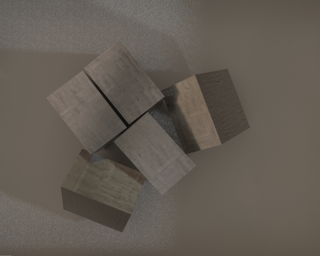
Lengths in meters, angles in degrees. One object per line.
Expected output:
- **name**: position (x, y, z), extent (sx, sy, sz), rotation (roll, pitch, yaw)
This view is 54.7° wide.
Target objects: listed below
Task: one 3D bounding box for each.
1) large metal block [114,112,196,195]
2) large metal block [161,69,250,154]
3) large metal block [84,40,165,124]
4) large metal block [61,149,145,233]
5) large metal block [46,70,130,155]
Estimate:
- **large metal block**: position (-0.006, 0.028, 0.382), extent (0.050, 0.080, 0.080), rotation (-42, 91, 0)
- **large metal block**: position (0.058, -0.022, 0.377), extent (0.050, 0.081, 0.080), rotation (-21, 90, 40)
- **large metal block**: position (-0.040, -0.051, 0.382), extent (0.050, 0.080, 0.080), rotation (-39, 91, 0)
- **large metal block**: position (-0.069, 0.079, 0.375), extent (0.080, 0.080, 0.050), rotation (22, 55, -1)
- **large metal block**: position (-0.081, -0.017, 0.382), extent (0.050, 0.080, 0.080), rotation (-38, 90, 0)
